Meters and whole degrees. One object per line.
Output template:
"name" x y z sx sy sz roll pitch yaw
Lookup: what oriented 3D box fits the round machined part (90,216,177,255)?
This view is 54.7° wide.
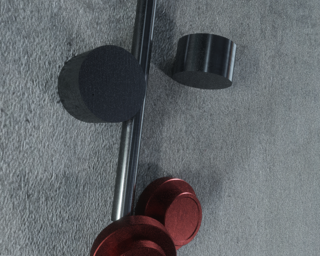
"round machined part" -0.027 0.153 0.348 0.099 0.042 0.097 -4 103 -16

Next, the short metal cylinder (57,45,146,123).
"short metal cylinder" -0.063 -0.045 0.337 0.081 0.050 0.079 0 90 -40

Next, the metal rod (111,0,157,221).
"metal rod" -0.030 -0.038 0.381 0.025 0.025 0.298 11 83 -40

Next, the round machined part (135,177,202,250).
"round machined part" 0.018 0.116 0.411 0.099 0.042 0.097 0 90 -40

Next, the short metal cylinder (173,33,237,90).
"short metal cylinder" 0.061 -0.088 0.422 0.081 0.080 0.050 15 81 -39
